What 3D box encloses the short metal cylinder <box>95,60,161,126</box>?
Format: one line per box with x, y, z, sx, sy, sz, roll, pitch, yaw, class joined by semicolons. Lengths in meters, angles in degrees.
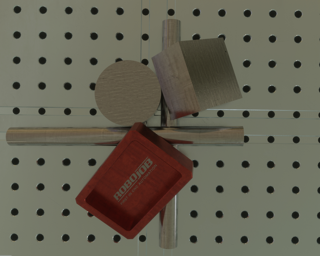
-0.039;-0.043;0.400;0.081;0.050;0.079;0;90;0;short metal cylinder

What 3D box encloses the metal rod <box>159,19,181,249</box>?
0.013;0.008;0.413;0.025;0.025;0.298;1;90;0;metal rod

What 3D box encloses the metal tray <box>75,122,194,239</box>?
-0.032;0.068;0.385;0.090;0.030;0.129;38;111;-6;metal tray

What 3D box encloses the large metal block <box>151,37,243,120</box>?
0.047;-0.061;0.381;0.081;0.050;0.080;-18;90;-40;large metal block

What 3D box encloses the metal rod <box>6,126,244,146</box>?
-0.049;0.011;0.396;0.302;0.025;0.025;0;90;7;metal rod
